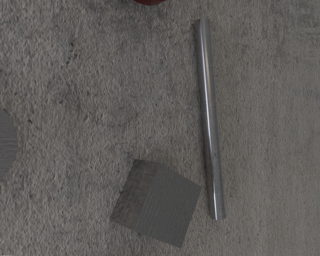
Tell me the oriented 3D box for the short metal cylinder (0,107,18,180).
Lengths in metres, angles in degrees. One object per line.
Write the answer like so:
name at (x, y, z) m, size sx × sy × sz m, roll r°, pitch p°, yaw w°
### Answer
short metal cylinder at (-0.165, 0.013, 0.250) m, size 0.081 × 0.050 × 0.079 m, roll 0°, pitch 90°, yaw -40°

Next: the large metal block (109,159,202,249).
large metal block at (-0.003, 0.094, 0.386) m, size 0.080 × 0.050 × 0.080 m, roll 35°, pitch 69°, yaw -35°

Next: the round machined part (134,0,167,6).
round machined part at (-0.022, -0.198, 0.375) m, size 0.099 × 0.042 × 0.097 m, roll 0°, pitch 90°, yaw -40°

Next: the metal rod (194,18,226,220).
metal rod at (0.076, -0.010, 0.468) m, size 0.025 × 0.025 × 0.298 m, roll -9°, pitch 96°, yaw -40°
